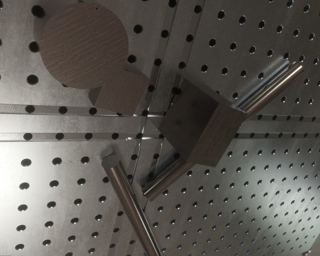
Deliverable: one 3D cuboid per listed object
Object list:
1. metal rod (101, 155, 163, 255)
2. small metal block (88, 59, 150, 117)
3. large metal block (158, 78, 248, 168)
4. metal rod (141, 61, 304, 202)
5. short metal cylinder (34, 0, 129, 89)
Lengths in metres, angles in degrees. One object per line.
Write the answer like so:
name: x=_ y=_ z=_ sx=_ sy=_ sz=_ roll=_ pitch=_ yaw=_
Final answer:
metal rod: x=-0.030 y=0.158 z=0.494 sx=0.025 sy=0.025 sz=0.298 roll=-26 pitch=128 yaw=-12
small metal block: x=-0.047 y=-0.046 z=0.358 sx=0.050 sy=0.025 sz=0.050 roll=15 pitch=111 yaw=-35
large metal block: x=0.052 y=-0.008 z=0.401 sx=0.050 sy=0.080 sz=0.080 roll=15 pitch=110 yaw=-35
metal rod: x=0.095 y=0.005 z=0.468 sx=0.300 sy=0.025 sz=0.025 roll=-40 pitch=130 yaw=-1
short metal cylinder: x=-0.077 y=-0.084 z=0.302 sx=0.081 sy=0.050 sz=0.079 roll=-14 pitch=125 yaw=-21
